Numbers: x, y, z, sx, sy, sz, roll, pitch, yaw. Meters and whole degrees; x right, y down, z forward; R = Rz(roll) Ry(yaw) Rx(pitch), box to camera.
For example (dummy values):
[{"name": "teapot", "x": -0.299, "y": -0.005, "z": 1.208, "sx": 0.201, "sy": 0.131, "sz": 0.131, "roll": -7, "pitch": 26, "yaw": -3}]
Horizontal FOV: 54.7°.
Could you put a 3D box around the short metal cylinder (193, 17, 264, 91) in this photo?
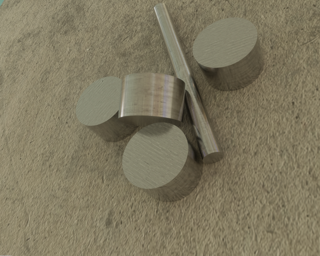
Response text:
[{"name": "short metal cylinder", "x": 0.089, "y": -0.094, "z": 0.399, "sx": 0.080, "sy": 0.050, "sz": 0.080, "roll": -13, "pitch": 56, "yaw": 21}]

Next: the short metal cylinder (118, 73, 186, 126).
[{"name": "short metal cylinder", "x": -0.010, "y": -0.032, "z": 0.386, "sx": 0.080, "sy": 0.080, "sz": 0.050, "roll": -1, "pitch": 80, "yaw": 27}]

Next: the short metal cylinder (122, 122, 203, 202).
[{"name": "short metal cylinder", "x": 0.004, "y": 0.040, "z": 0.361, "sx": 0.080, "sy": 0.050, "sz": 0.080, "roll": -13, "pitch": 56, "yaw": 21}]

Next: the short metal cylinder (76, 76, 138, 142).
[{"name": "short metal cylinder", "x": -0.071, "y": -0.026, "z": 0.441, "sx": 0.080, "sy": 0.050, "sz": 0.080, "roll": -13, "pitch": 56, "yaw": 21}]

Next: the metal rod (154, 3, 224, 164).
[{"name": "metal rod", "x": 0.031, "y": -0.084, "z": 0.438, "sx": 0.025, "sy": 0.025, "sz": 0.299, "roll": -24, "pitch": 53, "yaw": 13}]
